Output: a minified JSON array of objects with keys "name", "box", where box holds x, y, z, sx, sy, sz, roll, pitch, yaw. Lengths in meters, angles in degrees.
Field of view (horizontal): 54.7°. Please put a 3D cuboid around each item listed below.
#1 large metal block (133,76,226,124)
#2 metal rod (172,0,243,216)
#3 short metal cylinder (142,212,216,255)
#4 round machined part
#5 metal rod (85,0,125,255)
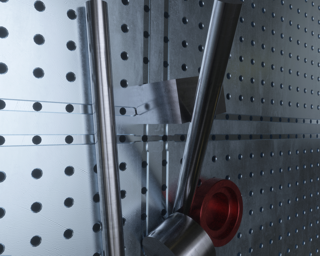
[{"name":"large metal block","box":[0.025,-0.037,0.396,0.081,0.080,0.050,-14,100,-39]},{"name":"metal rod","box":[0.044,0.010,0.355,0.025,0.025,0.298,-24,135,-38]},{"name":"short metal cylinder","box":[0.024,0.157,0.396,0.050,0.080,0.080,-32,110,-36]},{"name":"round machined part","box":[0.079,0.124,0.467,0.099,0.042,0.097,0,90,-40]},{"name":"metal rod","box":[-0.063,0.008,0.357,0.025,0.025,0.298,-6,94,-40]}]
